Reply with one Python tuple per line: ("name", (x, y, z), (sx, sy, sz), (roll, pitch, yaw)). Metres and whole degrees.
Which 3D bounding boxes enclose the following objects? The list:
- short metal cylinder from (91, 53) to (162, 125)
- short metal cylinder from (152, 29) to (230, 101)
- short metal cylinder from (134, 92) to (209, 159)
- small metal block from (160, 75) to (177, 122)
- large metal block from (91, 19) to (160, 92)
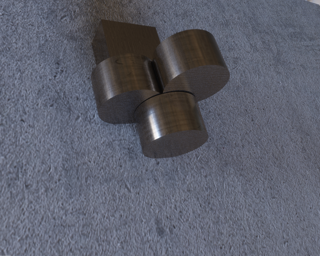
("short metal cylinder", (-0.039, -0.045, 0.377), (0.081, 0.080, 0.050), (-2, 63, -29))
("short metal cylinder", (0.036, -0.070, 0.368), (0.081, 0.080, 0.050), (-2, 63, -29))
("short metal cylinder", (0.013, -0.001, 0.378), (0.081, 0.080, 0.050), (0, 62, -29))
("small metal block", (0.011, -0.038, 0.421), (0.025, 0.050, 0.050), (1, 61, -28))
("large metal block", (-0.042, -0.096, 0.426), (0.081, 0.050, 0.080), (-2, 63, -29))
